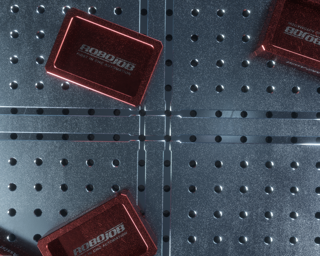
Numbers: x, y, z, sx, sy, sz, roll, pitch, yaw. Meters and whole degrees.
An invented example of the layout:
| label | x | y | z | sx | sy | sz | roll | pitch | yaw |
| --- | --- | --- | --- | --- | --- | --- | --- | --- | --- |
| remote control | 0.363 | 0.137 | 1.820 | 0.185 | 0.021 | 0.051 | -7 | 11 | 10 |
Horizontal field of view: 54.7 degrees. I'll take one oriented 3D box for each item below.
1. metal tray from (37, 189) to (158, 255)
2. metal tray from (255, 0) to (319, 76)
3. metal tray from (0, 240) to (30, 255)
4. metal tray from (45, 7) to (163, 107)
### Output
| label | x | y | z | sx | sy | sz | roll | pitch | yaw |
| --- | --- | --- | --- | --- | --- | --- | --- | --- | --- |
| metal tray | -0.080 | 0.152 | 0.409 | 0.130 | 0.030 | 0.090 | -29 | 90 | -1 |
| metal tray | 0.206 | -0.123 | 0.413 | 0.131 | 0.030 | 0.090 | 19 | 90 | -1 |
| metal tray | -0.212 | 0.207 | 0.408 | 0.130 | 0.030 | 0.090 | 29 | 90 | -1 |
| metal tray | -0.071 | -0.091 | 0.409 | 0.131 | 0.030 | 0.090 | 21 | 90 | -1 |
